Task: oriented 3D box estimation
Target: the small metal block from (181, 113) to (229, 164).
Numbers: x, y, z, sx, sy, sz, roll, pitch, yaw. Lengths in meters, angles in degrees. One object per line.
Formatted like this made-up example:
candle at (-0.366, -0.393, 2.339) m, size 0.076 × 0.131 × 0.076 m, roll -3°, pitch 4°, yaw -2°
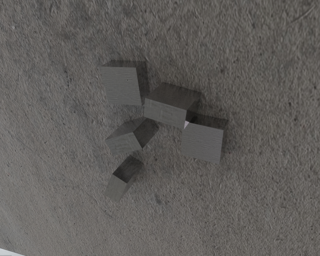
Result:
small metal block at (0.055, 0.012, 0.385) m, size 0.050 × 0.025 × 0.050 m, roll 13°, pitch 124°, yaw 21°

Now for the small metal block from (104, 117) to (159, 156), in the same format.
small metal block at (-0.037, 0.009, 0.416) m, size 0.050 × 0.050 × 0.025 m, roll -16°, pitch 110°, yaw 34°

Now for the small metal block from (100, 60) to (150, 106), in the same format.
small metal block at (-0.043, -0.058, 0.394) m, size 0.050 × 0.025 × 0.050 m, roll 7°, pitch 122°, yaw 24°

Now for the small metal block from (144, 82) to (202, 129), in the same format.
small metal block at (0.015, -0.028, 0.365) m, size 0.050 × 0.050 × 0.025 m, roll 18°, pitch 126°, yaw 17°

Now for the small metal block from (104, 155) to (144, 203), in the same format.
small metal block at (-0.055, 0.076, 0.467) m, size 0.025 × 0.050 × 0.050 m, roll 32°, pitch 129°, yaw 7°
